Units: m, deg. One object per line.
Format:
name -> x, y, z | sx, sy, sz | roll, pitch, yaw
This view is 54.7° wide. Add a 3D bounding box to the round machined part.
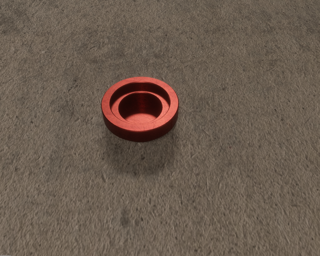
round machined part -> -0.025, -0.020, 0.409 | 0.099, 0.042, 0.098 | 0, 50, 0
